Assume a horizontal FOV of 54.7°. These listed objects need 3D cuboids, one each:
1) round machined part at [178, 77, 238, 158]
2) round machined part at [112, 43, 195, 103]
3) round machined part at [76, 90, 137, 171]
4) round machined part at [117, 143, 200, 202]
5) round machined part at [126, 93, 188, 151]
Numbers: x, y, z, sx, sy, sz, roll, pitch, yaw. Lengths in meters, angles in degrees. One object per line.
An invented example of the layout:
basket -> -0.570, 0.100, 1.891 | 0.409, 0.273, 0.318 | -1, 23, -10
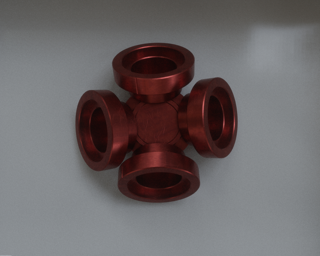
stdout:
round machined part -> 0.058, -0.012, 0.384 | 0.042, 0.099, 0.097 | -3, 90, 36
round machined part -> -0.007, -0.066, 0.382 | 0.099, 0.098, 0.042 | -4, 128, -1
round machined part -> -0.064, 0.002, 0.382 | 0.042, 0.098, 0.097 | -7, 90, -38
round machined part -> -0.002, 0.054, 0.382 | 0.099, 0.097, 0.042 | -1, 54, -1
round machined part -> -0.003, -0.006, 0.401 | 0.099, 0.042, 0.097 | 0, 90, -1
